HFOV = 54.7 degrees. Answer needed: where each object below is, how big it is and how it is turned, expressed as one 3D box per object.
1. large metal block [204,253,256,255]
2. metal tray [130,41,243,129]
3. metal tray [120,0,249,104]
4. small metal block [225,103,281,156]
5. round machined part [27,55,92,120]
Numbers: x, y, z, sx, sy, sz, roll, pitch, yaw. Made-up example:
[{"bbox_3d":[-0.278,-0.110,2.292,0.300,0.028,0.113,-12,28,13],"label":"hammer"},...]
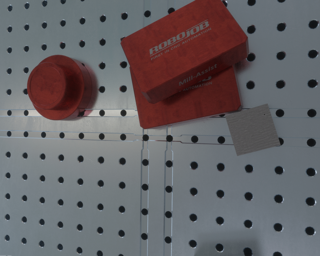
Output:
[{"bbox_3d":[0.081,0.202,0.371,0.080,0.050,0.080,-12,86,19],"label":"large metal block"},{"bbox_3d":[0.032,-0.054,0.399,0.130,0.030,0.089,-12,86,19],"label":"metal tray"},{"bbox_3d":[0.027,-0.096,0.372,0.130,0.030,0.090,-26,61,6],"label":"metal tray"},{"bbox_3d":[0.112,0.002,0.373,0.050,0.025,0.050,-17,84,19],"label":"small metal block"},{"bbox_3d":[-0.155,-0.060,0.458,0.098,0.042,0.097,0,90,20],"label":"round machined part"}]
